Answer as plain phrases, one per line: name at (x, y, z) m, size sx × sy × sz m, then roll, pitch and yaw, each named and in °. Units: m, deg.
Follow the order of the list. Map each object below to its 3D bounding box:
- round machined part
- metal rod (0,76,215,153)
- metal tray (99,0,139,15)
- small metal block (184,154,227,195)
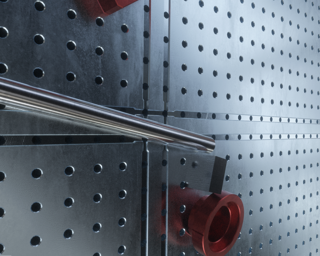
round machined part at (0.079, 0.139, 0.460) m, size 0.099 × 0.042 × 0.097 m, roll -12°, pitch 108°, yaw -41°
metal rod at (-0.038, -0.005, 0.379) m, size 0.302 × 0.025 × 0.025 m, roll 15°, pitch 80°, yaw -39°
metal tray at (-0.054, -0.212, 0.361) m, size 0.090 × 0.030 × 0.130 m, roll -42°, pitch 116°, yaw -32°
small metal block at (0.066, 0.066, 0.450) m, size 0.025 × 0.050 × 0.050 m, roll 20°, pitch 77°, yaw -36°
